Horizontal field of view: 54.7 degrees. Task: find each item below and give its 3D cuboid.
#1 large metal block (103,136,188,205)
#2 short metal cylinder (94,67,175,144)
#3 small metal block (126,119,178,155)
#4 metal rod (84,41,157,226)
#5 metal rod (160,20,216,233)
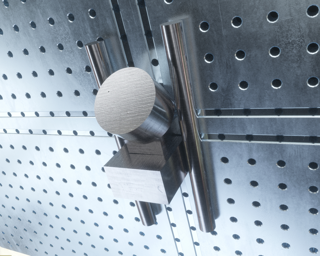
[{"bbox_3d":[-0.013,0.051,0.411,0.080,0.080,0.050,1,119,28],"label":"large metal block"},{"bbox_3d":[-0.030,-0.025,0.368,0.080,0.050,0.080,-8,71,25],"label":"short metal cylinder"},{"bbox_3d":[-0.010,0.010,0.406,0.050,0.050,0.025,1,119,27],"label":"small metal block"},{"bbox_3d":[-0.050,0.024,0.452,0.025,0.025,0.298,1,119,28],"label":"metal rod"},{"bbox_3d":[0.042,0.017,0.400,0.025,0.025,0.298,2,119,27],"label":"metal rod"}]
